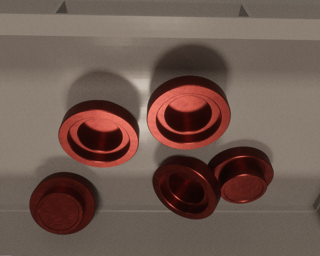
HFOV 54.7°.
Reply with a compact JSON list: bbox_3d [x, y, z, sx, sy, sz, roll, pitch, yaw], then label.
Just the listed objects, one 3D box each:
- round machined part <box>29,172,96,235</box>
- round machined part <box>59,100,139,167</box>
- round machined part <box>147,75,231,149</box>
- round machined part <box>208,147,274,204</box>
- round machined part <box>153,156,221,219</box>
[{"bbox_3d":[-0.149,0.120,0.473,0.099,0.042,0.097,-1,103,-5],"label":"round machined part"},{"bbox_3d":[-0.076,0.003,0.399,0.099,0.042,0.097,-1,130,0],"label":"round machined part"},{"bbox_3d":[0.033,-0.023,0.379,0.099,0.042,0.097,-1,130,0],"label":"round machined part"},{"bbox_3d":[0.121,0.077,0.466,0.099,0.042,0.097,-1,130,0],"label":"round machined part"},{"bbox_3d":[0.042,0.081,0.450,0.098,0.042,0.097,16,126,23],"label":"round machined part"}]
